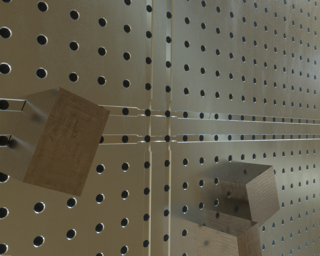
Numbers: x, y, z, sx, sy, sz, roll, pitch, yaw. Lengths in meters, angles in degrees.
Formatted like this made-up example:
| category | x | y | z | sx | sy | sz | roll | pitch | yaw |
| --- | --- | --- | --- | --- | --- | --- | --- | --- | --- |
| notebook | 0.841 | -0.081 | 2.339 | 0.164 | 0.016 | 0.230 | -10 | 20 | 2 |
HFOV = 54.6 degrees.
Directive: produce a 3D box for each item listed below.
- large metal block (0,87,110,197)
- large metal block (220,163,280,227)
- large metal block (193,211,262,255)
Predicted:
| category | x | y | z | sx | sy | sz | roll | pitch | yaw |
| --- | --- | --- | --- | --- | --- | --- | --- | --- | --- |
| large metal block | -0.100 | 0.012 | 0.289 | 0.050 | 0.080 | 0.080 | 27 | 73 | -37 |
| large metal block | 0.152 | 0.112 | 0.519 | 0.081 | 0.050 | 0.080 | -21 | 103 | -38 |
| large metal block | 0.099 | 0.177 | 0.455 | 0.050 | 0.080 | 0.080 | -13 | 99 | -39 |
